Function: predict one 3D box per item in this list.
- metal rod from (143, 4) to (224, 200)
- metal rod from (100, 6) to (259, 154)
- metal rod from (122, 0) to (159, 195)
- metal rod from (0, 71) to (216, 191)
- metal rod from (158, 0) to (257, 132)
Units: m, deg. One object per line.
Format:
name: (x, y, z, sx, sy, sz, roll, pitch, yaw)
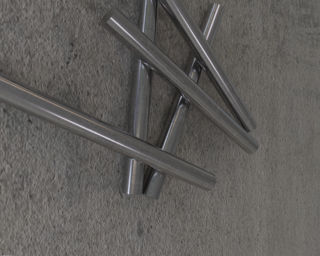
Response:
metal rod: (0.036, -0.047, 0.434, 0.025, 0.025, 0.299, 32, 70, -36)
metal rod: (0.046, -0.044, 0.408, 0.301, 0.025, 0.025, 36, 68, -34)
metal rod: (-0.021, -0.070, 0.386, 0.025, 0.025, 0.298, 8, 85, -40)
metal rod: (-0.053, 0.010, 0.334, 0.301, 0.025, 0.025, 28, 73, -29)
metal rod: (0.057, -0.103, 0.417, 0.300, 0.025, 0.025, 50, 60, -28)
